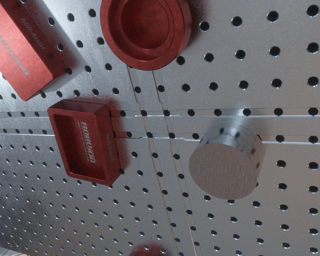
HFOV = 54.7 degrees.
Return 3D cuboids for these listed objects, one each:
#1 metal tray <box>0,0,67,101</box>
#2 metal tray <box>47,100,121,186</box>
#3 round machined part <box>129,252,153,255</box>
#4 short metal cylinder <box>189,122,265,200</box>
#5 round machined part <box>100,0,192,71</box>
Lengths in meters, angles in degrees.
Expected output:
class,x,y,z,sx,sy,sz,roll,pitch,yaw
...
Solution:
class,x,y,z,sx,sy,sz,roll,pitch,yaw
metal tray,-0.205,-0.113,0.446,0.090,0.030,0.130,-24,106,36
metal tray,-0.116,0.024,0.483,0.090,0.030,0.129,8,122,24
round machined part,-0.029,0.290,0.595,0.098,0.042,0.097,13,124,21
short metal cylinder,0.082,0.040,0.377,0.080,0.050,0.079,13,124,21
round machined part,-0.012,-0.115,0.335,0.098,0.042,0.097,13,124,21
